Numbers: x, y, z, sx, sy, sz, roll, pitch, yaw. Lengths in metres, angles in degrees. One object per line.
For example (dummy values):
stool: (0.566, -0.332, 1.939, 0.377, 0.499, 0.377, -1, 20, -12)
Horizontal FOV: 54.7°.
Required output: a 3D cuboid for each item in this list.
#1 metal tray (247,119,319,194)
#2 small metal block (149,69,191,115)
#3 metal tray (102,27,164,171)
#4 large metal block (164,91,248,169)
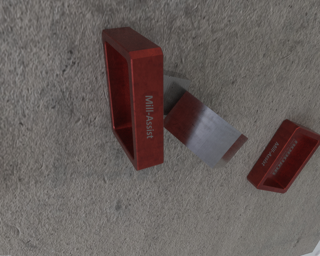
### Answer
metal tray: (0.226, 0.055, 0.561, 0.091, 0.030, 0.129, 16, 110, -35)
small metal block: (0.003, -0.044, 0.381, 0.050, 0.025, 0.050, 6, 115, -31)
metal tray: (-0.029, -0.031, 0.329, 0.030, 0.090, 0.129, -14, 124, -21)
large metal block: (0.058, 0.004, 0.386, 0.050, 0.080, 0.080, -52, 160, 9)
